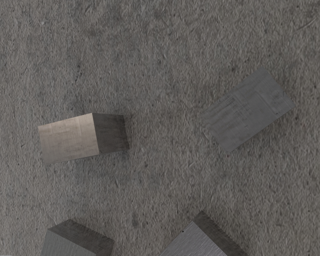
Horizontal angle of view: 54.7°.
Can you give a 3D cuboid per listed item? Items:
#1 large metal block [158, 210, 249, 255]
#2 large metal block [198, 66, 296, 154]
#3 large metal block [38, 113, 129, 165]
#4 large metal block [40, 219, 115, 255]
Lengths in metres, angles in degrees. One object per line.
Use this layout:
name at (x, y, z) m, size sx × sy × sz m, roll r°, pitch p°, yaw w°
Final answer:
large metal block at (0.049, 0.163, 0.378) m, size 0.080 × 0.050 × 0.080 m, roll 43°, pitch 103°, yaw 14°
large metal block at (0.098, -0.017, 0.345) m, size 0.080 × 0.080 × 0.050 m, roll -39°, pitch 78°, yaw 16°
large metal block at (-0.099, 0.014, 0.415) m, size 0.080 × 0.080 × 0.050 m, roll -12°, pitch 86°, yaw 19°
large metal block at (-0.121, 0.188, 0.438) m, size 0.080 × 0.050 × 0.080 m, roll 18°, pitch 96°, yaw 19°
